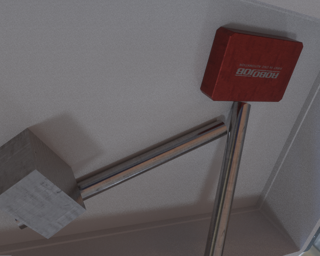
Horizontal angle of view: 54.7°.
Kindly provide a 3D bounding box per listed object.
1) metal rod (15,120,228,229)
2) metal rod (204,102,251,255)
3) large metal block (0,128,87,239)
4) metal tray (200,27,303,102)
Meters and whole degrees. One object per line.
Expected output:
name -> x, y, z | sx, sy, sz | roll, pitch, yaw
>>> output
metal rod -> -0.041, 0.057, 0.422 | 0.302, 0.025, 0.025 | -23, 127, -15
metal rod -> 0.090, 0.109, 0.441 | 0.025, 0.025, 0.299 | 18, 82, -35
large metal block -> -0.134, 0.059, 0.337 | 0.050, 0.080, 0.080 | -37, 130, -4
metal tray -> 0.127, -0.083, 0.426 | 0.131, 0.030, 0.089 | -2, 119, -28
